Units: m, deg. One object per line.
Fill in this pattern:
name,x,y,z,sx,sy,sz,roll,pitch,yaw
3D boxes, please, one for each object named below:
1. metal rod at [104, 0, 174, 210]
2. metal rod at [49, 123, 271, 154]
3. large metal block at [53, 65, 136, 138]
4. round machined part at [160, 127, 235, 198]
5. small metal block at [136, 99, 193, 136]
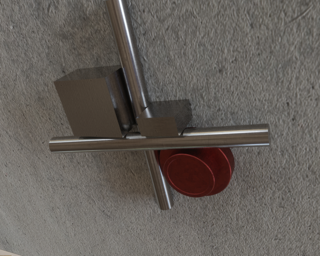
metal rod,-0.021,-0.013,0.409,0.025,0.025,0.298,1,119,27
metal rod,-0.019,0.016,0.395,0.301,0.025,0.025,-4,117,25
large metal block,-0.080,-0.035,0.410,0.080,0.050,0.079,1,119,27
round machined part,0.044,0.051,0.404,0.098,0.042,0.097,13,124,20
small metal block,0.007,-0.013,0.379,0.050,0.050,0.025,-1,118,28
